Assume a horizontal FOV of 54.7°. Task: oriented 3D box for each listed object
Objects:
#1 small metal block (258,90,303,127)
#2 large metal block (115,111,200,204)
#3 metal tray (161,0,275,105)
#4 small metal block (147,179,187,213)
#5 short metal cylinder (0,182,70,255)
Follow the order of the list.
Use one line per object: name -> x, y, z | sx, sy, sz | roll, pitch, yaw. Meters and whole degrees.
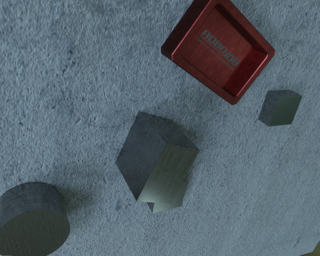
small metal block -> 0.190, -0.032, 0.491 | 0.050, 0.025, 0.050 | -5, 121, -26
large metal block -> -0.007, 0.036, 0.390 | 0.050, 0.080, 0.080 | 14, 111, -34
metal tray -> 0.076, -0.095, 0.385 | 0.131, 0.030, 0.090 | 28, 103, -38
small metal block -> 0.010, 0.098, 0.472 | 0.050, 0.025, 0.050 | -6, 121, -26
short metal cylinder -> -0.155, 0.113, 0.376 | 0.081, 0.050, 0.079 | -14, 124, -21
